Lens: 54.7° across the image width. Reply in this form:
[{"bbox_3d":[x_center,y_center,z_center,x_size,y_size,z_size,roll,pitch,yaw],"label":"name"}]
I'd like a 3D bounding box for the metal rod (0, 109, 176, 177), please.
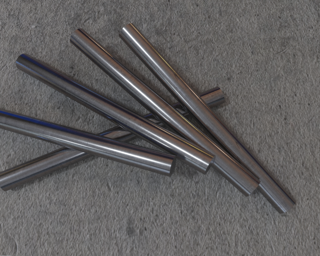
[{"bbox_3d":[-0.127,0.007,0.381,0.301,0.025,0.025,14,71,14],"label":"metal rod"}]

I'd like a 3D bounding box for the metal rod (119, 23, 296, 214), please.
[{"bbox_3d":[0.055,-0.016,0.390,0.025,0.025,0.300,-40,84,-13],"label":"metal rod"}]

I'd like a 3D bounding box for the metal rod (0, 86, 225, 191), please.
[{"bbox_3d":[-0.056,0.011,0.403,0.302,0.025,0.025,-22,72,-8],"label":"metal rod"}]

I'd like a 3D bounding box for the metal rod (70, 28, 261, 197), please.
[{"bbox_3d":[-0.002,-0.027,0.389,0.300,0.025,0.025,41,75,11],"label":"metal rod"}]

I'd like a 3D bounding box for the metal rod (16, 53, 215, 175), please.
[{"bbox_3d":[-0.069,-0.026,0.395,0.301,0.025,0.025,28,72,18],"label":"metal rod"}]
